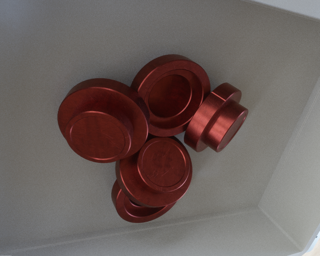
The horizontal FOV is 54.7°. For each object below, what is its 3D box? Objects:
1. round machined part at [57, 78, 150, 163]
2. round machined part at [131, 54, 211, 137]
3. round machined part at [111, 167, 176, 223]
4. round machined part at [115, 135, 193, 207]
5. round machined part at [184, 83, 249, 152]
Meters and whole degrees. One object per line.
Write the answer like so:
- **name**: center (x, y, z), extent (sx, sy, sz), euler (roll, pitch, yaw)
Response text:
- **round machined part**: center (-0.062, -0.001, 0.333), extent (0.099, 0.042, 0.097), euler (3, 126, 4)
- **round machined part**: center (0.008, -0.041, 0.373), extent (0.099, 0.042, 0.097), euler (-14, 124, -21)
- **round machined part**: center (-0.021, 0.082, 0.434), extent (0.099, 0.042, 0.097), euler (-14, 124, -21)
- **round machined part**: center (-0.002, 0.048, 0.387), extent (0.099, 0.098, 0.042), euler (-6, 166, -25)
- **round machined part**: center (0.078, -0.007, 0.405), extent (0.098, 0.042, 0.098), euler (-44, 158, -23)
